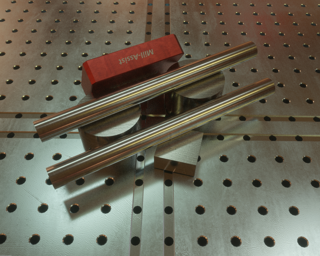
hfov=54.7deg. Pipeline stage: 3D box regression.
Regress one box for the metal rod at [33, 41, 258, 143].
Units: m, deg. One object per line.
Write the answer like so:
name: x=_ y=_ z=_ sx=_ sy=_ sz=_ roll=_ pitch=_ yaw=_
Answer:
metal rod: x=-0.002 y=-0.053 z=0.385 sx=0.302 sy=0.025 sz=0.025 roll=-24 pitch=54 yaw=-19

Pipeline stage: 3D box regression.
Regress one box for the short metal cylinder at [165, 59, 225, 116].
short metal cylinder: x=0.047 y=-0.052 z=0.436 sx=0.081 sy=0.050 sz=0.080 roll=0 pitch=50 yaw=0

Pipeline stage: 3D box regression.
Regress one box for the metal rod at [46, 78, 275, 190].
metal rod: x=0.016 y=-0.002 z=0.375 sx=0.302 sy=0.025 sz=0.025 roll=-23 pitch=54 yaw=-19

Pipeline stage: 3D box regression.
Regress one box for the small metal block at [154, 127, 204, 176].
small metal block: x=0.024 y=0.027 z=0.384 sx=0.050 sy=0.025 sz=0.050 roll=12 pitch=51 yaw=9

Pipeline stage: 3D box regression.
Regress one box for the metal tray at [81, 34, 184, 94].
metal tray: x=-0.041 y=-0.081 z=0.431 sx=0.131 sy=0.090 sz=0.030 roll=-23 pitch=86 yaw=-19

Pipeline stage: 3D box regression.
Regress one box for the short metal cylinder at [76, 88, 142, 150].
short metal cylinder: x=-0.063 y=-0.005 z=0.395 sx=0.081 sy=0.050 sz=0.080 roll=0 pitch=50 yaw=0
